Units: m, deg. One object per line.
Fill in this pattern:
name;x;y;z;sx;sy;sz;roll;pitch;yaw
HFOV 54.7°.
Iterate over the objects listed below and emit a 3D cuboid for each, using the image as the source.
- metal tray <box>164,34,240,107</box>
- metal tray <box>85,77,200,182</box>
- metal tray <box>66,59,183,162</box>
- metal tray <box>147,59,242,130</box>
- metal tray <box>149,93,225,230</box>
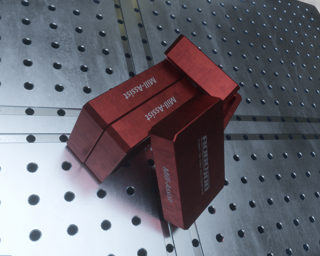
metal tray;0.052;-0.069;0.407;0.090;0.030;0.130;43;6;1
metal tray;-0.017;0.000;0.356;0.030;0.090;0.131;49;51;5
metal tray;-0.039;-0.021;0.359;0.030;0.090;0.131;49;51;5
metal tray;0.053;-0.056;0.468;0.130;0.030;0.090;40;51;-2
metal tray;0.037;0.038;0.347;0.030;0.129;0.091;18;40;36
